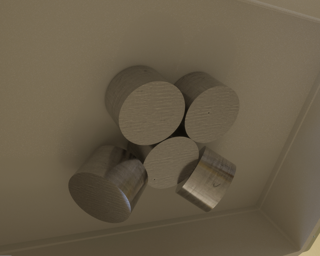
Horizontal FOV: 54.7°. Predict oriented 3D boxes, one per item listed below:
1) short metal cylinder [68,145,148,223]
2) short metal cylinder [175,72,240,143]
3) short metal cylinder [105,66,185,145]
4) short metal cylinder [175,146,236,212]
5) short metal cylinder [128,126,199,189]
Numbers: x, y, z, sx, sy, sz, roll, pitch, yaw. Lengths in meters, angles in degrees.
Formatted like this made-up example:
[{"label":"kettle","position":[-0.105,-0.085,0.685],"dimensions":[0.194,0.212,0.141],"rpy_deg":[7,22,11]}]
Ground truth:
[{"label":"short metal cylinder","position":[-0.061,0.068,0.374],"dimensions":[0.050,0.080,0.079],"rpy_deg":[-57,149,-50]},{"label":"short metal cylinder","position":[0.056,-0.027,0.406],"dimensions":[0.081,0.050,0.079],"rpy_deg":[-14,125,-21]},{"label":"short metal cylinder","position":[-0.018,-0.027,0.364],"dimensions":[0.081,0.050,0.079],"rpy_deg":[-14,125,-21]},{"label":"short metal cylinder","position":[0.065,0.073,0.445],"dimensions":[0.050,0.080,0.080],"rpy_deg":[33,103,1]},{"label":"short metal cylinder","position":[0.004,0.033,0.413],"dimensions":[0.081,0.050,0.079],"rpy_deg":[-14,125,-21]}]
